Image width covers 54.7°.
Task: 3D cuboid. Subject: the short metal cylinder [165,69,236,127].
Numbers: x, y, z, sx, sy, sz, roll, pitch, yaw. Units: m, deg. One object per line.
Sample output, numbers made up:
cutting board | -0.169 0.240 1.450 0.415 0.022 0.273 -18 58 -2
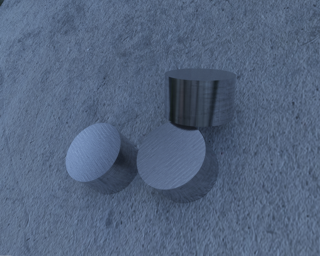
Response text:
short metal cylinder | 0.045 -0.038 0.361 0.080 0.050 0.080 0 20 0

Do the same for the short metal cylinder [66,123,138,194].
short metal cylinder | -0.073 0.040 0.402 0.080 0.050 0.080 -13 56 21

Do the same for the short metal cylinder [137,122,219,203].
short metal cylinder | 0.021 0.039 0.353 0.080 0.050 0.080 -13 56 21
